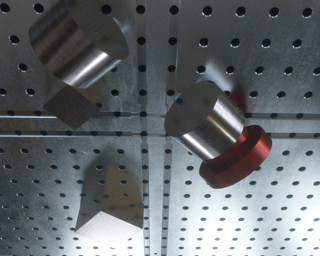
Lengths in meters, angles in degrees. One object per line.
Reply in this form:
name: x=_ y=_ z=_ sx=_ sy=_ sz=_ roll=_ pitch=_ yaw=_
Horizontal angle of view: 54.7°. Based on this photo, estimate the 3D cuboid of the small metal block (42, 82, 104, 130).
small metal block: x=-0.107 y=-0.032 z=0.384 sx=0.050 sy=0.025 sz=0.050 roll=-34 pitch=123 yaw=25

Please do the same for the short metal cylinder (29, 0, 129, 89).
short metal cylinder: x=-0.076 y=-0.086 z=0.302 sx=0.050 sy=0.080 sz=0.080 roll=-32 pitch=123 yaw=24

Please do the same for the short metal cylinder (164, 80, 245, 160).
short metal cylinder: x=0.052 y=-0.009 z=0.368 sx=0.080 sy=0.080 sz=0.050 roll=-35 pitch=122 yaw=26

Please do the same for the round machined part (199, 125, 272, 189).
round machined part: x=0.087 y=0.027 z=0.393 sx=0.098 sy=0.098 sz=0.042 roll=-37 pitch=100 yaw=27

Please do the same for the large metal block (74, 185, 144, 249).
large metal block: x=-0.084 y=0.152 z=0.524 sx=0.080 sy=0.050 sz=0.080 roll=32 pitch=123 yaw=-25
